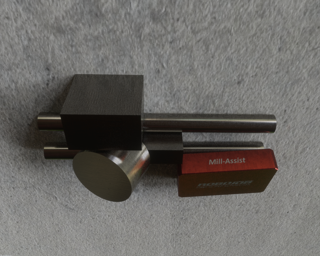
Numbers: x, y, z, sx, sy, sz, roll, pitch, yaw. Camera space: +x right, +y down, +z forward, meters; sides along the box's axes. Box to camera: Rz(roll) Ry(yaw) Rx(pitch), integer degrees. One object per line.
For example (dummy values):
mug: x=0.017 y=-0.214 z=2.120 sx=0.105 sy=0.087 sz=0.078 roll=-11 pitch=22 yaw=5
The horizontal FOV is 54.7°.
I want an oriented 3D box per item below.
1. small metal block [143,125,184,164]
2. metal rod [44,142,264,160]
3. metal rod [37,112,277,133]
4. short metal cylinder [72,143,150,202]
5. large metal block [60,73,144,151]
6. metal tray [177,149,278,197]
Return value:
small metal block: x=0.004 y=0.021 z=0.409 sx=0.050 sy=0.050 sz=0.025 roll=1 pitch=130 yaw=-1
metal rod: x=-0.008 y=0.032 z=0.436 sx=0.302 sy=0.025 sz=0.025 roll=0 pitch=130 yaw=-1
metal rod: x=-0.003 y=-0.007 z=0.403 sx=0.302 sy=0.025 sz=0.025 roll=1 pitch=130 yaw=-1
short metal cylinder: x=-0.059 y=0.045 z=0.383 sx=0.080 sy=0.050 sz=0.079 roll=15 pitch=131 yaw=18
large metal block: x=-0.060 y=-0.020 z=0.355 sx=0.081 sy=0.080 sz=0.050 roll=1 pitch=130 yaw=-1
metal tray: x=0.091 y=0.067 z=0.445 sx=0.131 sy=0.030 sz=0.090 roll=-4 pitch=148 yaw=1
